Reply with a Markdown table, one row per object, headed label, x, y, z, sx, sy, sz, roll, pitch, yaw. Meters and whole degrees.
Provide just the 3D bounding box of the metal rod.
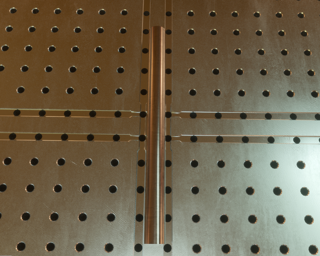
| label | x | y | z | sx | sy | sz | roll | pitch | yaw |
| --- | --- | --- | --- | --- | --- | --- | --- | --- | --- |
| metal rod | -0.005 | -0.005 | 0.413 | 0.025 | 0.025 | 0.299 | 0 | 70 | 0 |
